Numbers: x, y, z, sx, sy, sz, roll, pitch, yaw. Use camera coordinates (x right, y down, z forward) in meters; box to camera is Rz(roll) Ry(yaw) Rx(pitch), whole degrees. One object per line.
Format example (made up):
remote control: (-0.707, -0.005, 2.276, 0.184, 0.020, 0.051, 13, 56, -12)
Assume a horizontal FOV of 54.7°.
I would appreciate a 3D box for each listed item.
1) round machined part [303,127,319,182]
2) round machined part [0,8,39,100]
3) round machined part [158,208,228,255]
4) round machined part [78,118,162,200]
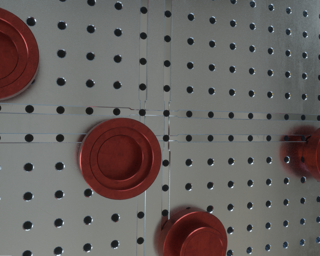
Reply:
round machined part: (0.277, 0.043, 0.508, 0.099, 0.042, 0.097, 0, 90, -21)
round machined part: (-0.184, -0.078, 0.336, 0.099, 0.042, 0.097, 0, 90, -21)
round machined part: (0.051, 0.164, 0.424, 0.099, 0.042, 0.097, 0, 90, -21)
round machined part: (-0.051, 0.036, 0.385, 0.099, 0.042, 0.097, 0, 90, -20)
